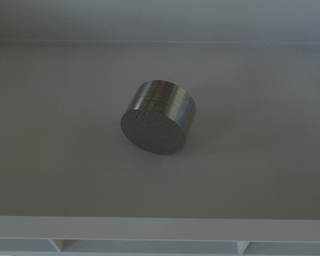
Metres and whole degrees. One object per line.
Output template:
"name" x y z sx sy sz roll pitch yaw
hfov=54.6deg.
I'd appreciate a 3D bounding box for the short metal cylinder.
"short metal cylinder" -0.001 -0.012 0.379 0.080 0.080 0.050 14 52 11
